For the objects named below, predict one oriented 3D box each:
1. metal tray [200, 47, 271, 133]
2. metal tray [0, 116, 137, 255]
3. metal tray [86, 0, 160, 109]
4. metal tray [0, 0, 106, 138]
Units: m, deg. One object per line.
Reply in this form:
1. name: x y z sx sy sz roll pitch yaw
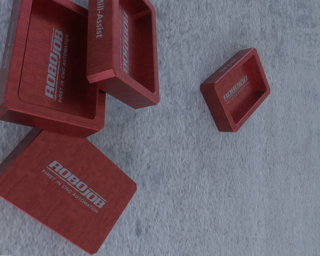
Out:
1. metal tray: 0.129 -0.064 0.511 0.131 0.030 0.090 -42 116 -32
2. metal tray: -0.094 0.060 0.324 0.130 0.030 0.090 48 61 -29
3. metal tray: -0.036 -0.095 0.330 0.090 0.030 0.129 29 54 -59
4. metal tray: -0.097 -0.063 0.297 0.091 0.030 0.130 16 63 -39
